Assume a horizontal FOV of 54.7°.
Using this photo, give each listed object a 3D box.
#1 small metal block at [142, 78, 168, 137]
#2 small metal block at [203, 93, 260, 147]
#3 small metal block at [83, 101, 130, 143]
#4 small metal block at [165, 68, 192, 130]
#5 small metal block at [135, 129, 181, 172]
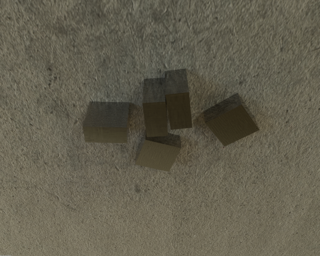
[{"bbox_3d":[-0.005,-0.025,0.369,0.025,0.050,0.050,-3,130,2],"label":"small metal block"},{"bbox_3d":[0.092,-0.010,0.400,0.050,0.025,0.050,-29,125,22],"label":"small metal block"},{"bbox_3d":[-0.064,-0.008,0.383,0.050,0.050,0.025,1,130,-2],"label":"small metal block"},{"bbox_3d":[0.022,-0.034,0.362,0.025,0.050,0.050,-6,130,5],"label":"small metal block"},{"bbox_3d":[-0.003,0.031,0.434,0.050,0.025,0.050,14,129,-12],"label":"small metal block"}]
